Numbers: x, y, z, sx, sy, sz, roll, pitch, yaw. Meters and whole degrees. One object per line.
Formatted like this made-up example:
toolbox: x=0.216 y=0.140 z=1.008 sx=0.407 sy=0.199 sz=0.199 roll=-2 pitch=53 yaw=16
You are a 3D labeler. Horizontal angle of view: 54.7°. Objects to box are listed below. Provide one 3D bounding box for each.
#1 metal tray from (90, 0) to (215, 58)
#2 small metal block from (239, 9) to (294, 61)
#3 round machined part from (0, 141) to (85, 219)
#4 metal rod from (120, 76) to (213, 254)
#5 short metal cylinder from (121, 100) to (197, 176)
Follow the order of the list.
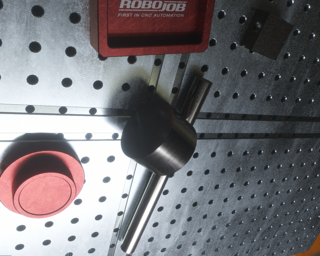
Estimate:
metal tray: x=-0.006 y=-0.126 z=0.328 sx=0.131 sy=0.030 sz=0.089 roll=-9 pitch=123 yaw=-24
small metal block: x=0.143 y=-0.124 z=0.415 sx=0.050 sy=0.025 sz=0.050 roll=10 pitch=113 yaw=-33
round machined part: x=-0.138 y=0.068 z=0.367 sx=0.099 sy=0.042 sz=0.097 roll=-14 pitch=124 yaw=-21
metal rod: x=0.002 y=0.066 z=0.455 sx=0.025 sy=0.025 sz=0.298 roll=10 pitch=114 yaw=-33
short metal cylinder: x=-0.002 y=0.013 z=0.384 sx=0.080 sy=0.080 sz=0.050 roll=-47 pitch=130 yaw=4
